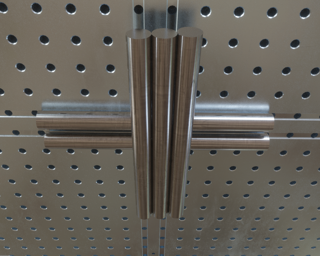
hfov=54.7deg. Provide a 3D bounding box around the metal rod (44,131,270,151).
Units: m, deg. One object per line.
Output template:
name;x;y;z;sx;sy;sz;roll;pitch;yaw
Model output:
metal rod;-0.003;0.018;0.427;0.302;0.025;0.025;1;130;-1

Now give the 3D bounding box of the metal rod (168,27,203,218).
metal rod;0.027;0.020;0.397;0.025;0.025;0.298;0;130;-1

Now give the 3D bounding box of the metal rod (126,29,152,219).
metal rod;-0.023;0.022;0.397;0.025;0.025;0.298;0;130;-1

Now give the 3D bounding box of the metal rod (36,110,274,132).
metal rod;-0.005;-0.009;0.404;0.302;0.025;0.025;1;130;-1

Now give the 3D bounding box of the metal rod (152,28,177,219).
metal rod;0.002;0.021;0.397;0.025;0.025;0.298;0;130;-1
